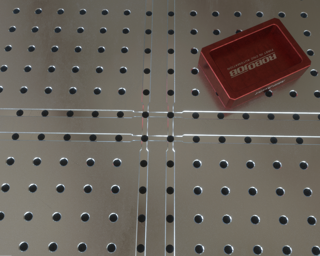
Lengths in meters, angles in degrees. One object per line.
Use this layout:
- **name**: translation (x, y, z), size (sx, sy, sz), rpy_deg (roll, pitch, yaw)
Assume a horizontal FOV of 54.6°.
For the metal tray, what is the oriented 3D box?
- **metal tray**: translation (0.133, -0.094, 0.444), size (0.131, 0.030, 0.090), rpy_deg (-24, 72, -9)
